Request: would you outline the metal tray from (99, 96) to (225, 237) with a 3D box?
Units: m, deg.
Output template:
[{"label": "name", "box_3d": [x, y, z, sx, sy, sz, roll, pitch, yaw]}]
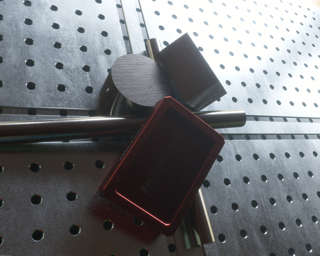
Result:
[{"label": "metal tray", "box_3d": [0.005, 0.041, 0.349, 0.090, 0.030, 0.130, 37, 71, -12]}]

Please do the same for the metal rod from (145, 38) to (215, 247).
[{"label": "metal rod", "box_3d": [0.020, 0.001, 0.418, 0.025, 0.025, 0.299, 1, 62, -28]}]

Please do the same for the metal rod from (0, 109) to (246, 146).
[{"label": "metal rod", "box_3d": [-0.027, -0.004, 0.375, 0.303, 0.025, 0.025, -4, 64, -22]}]

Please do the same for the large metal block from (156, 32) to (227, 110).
[{"label": "large metal block", "box_3d": [0.047, -0.075, 0.438, 0.080, 0.050, 0.080, 60, 14, 14]}]

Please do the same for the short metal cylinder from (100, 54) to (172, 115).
[{"label": "short metal cylinder", "box_3d": [-0.032, -0.049, 0.404, 0.081, 0.050, 0.080, 14, 56, -21]}]
